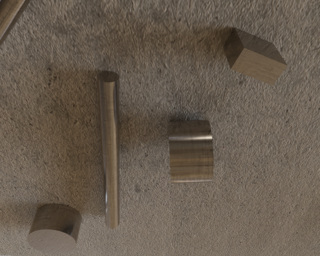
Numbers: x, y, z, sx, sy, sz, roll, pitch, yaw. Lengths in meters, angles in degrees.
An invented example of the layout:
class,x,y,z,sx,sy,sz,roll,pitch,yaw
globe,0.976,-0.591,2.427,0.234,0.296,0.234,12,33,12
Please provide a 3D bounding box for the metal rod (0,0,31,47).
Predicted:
class,x,y,z,sx,sy,sz,roll,pitch,yaw
metal rod,-0.087,-0.168,0.263,0.025,0.025,0.299,36,121,-27

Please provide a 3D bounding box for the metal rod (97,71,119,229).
class,x,y,z,sx,sy,sz,roll,pitch,yaw
metal rod,-0.072,0.054,0.452,0.025,0.025,0.298,3,130,-3

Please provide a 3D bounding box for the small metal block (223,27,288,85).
class,x,y,z,sx,sy,sz,roll,pitch,yaw
small metal block,0.099,-0.076,0.327,0.050,0.050,0.025,17,128,-14

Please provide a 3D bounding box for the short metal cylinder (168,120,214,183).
class,x,y,z,sx,sy,sz,roll,pitch,yaw
short metal cylinder,0.038,0.030,0.397,0.050,0.080,0.080,-3,130,2

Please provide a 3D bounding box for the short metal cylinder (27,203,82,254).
class,x,y,z,sx,sy,sz,roll,pitch,yaw
short metal cylinder,-0.181,0.176,0.539,0.081,0.050,0.079,0,130,0
